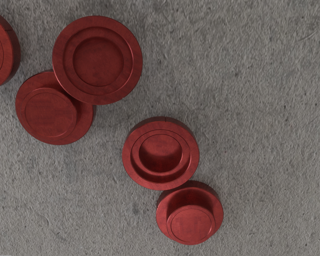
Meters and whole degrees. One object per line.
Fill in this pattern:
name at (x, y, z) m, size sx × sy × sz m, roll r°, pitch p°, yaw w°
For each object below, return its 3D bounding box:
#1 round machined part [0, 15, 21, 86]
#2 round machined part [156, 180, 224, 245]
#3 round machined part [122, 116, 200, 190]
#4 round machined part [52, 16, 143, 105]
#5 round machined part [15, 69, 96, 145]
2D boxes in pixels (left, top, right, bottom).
round machined part at (-0.213, -0.094, 0.364) m, size 0.099 × 0.042 × 0.097 m, roll 0°, pitch 110°, yaw 0°
round machined part at (0.043, 0.129, 0.448) m, size 0.099 × 0.042 × 0.097 m, roll 0°, pitch 110°, yaw 0°
round machined part at (0.001, 0.030, 0.412) m, size 0.099 × 0.042 × 0.097 m, roll 0°, pitch 110°, yaw 0°
round machined part at (-0.072, -0.077, 0.363) m, size 0.099 × 0.042 × 0.097 m, roll -2°, pitch 98°, yaw -12°
round machined part at (-0.134, -0.022, 0.391) m, size 0.099 × 0.042 × 0.097 m, roll 0°, pitch 110°, yaw 0°
